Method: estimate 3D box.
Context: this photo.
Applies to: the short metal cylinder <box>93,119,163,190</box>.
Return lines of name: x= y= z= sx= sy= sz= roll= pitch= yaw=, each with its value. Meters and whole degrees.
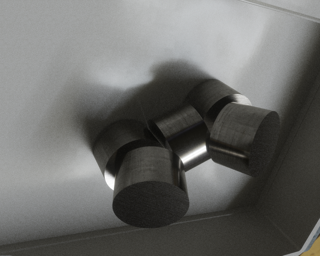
short metal cylinder: x=-0.038 y=0.036 z=0.393 sx=0.081 sy=0.050 sz=0.079 roll=-14 pitch=125 yaw=-21

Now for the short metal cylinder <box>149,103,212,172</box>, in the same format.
short metal cylinder: x=0.026 y=0.014 z=0.396 sx=0.050 sy=0.080 sz=0.080 roll=-27 pitch=128 yaw=-12

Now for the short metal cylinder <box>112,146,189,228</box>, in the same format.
short metal cylinder: x=-0.010 y=0.067 z=0.344 sx=0.081 sy=0.050 sz=0.079 roll=-2 pitch=129 yaw=-2

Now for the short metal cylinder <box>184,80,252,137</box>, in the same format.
short metal cylinder: x=0.077 y=-0.019 z=0.423 sx=0.081 sy=0.050 sz=0.079 roll=-14 pitch=125 yaw=-21

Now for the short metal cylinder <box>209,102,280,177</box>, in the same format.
short metal cylinder: x=0.103 y=0.013 z=0.372 sx=0.081 sy=0.050 sz=0.079 roll=-24 pitch=123 yaw=-44
